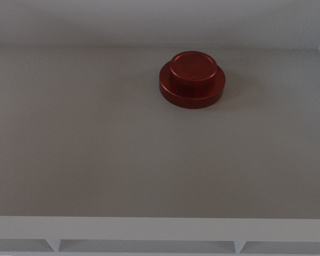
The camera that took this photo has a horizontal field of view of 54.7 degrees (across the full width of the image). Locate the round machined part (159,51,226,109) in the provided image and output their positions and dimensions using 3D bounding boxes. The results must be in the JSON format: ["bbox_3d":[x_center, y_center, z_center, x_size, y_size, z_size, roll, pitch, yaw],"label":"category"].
[{"bbox_3d":[0.048,-0.078,0.460,0.099,0.042,0.098,0,50,0],"label":"round machined part"}]
